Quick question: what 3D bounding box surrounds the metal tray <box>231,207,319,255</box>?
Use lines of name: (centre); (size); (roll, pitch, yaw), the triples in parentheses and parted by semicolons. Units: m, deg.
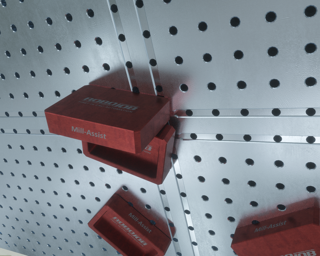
metal tray: (0.175, 0.165, 0.418); (0.130, 0.030, 0.090); (-33, 100, 38)

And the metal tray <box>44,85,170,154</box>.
metal tray: (-0.064, -0.016, 0.390); (0.130, 0.090, 0.030); (12, 123, 21)

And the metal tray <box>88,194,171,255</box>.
metal tray: (-0.056, 0.186, 0.550); (0.130, 0.030, 0.089); (40, 129, 0)

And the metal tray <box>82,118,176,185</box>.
metal tray: (-0.048, 0.020, 0.435); (0.130, 0.030, 0.089); (19, 133, 15)
